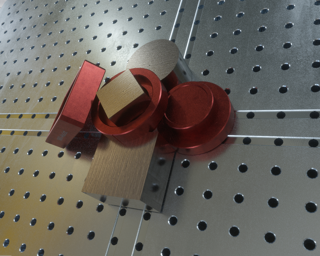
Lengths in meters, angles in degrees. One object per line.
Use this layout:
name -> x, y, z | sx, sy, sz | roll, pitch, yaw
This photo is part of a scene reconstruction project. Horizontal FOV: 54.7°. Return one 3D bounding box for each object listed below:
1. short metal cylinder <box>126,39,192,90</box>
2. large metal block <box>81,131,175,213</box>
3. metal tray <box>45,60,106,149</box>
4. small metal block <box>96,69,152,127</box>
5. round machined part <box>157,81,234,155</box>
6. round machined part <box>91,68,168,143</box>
short metal cylinder -> -0.001, -0.078, 0.440 | 0.080, 0.050, 0.080 | -13, 56, 21
large metal block -> -0.036, 0.051, 0.376 | 0.080, 0.050, 0.080 | 1, 62, 28
metal tray -> -0.123, -0.029, 0.441 | 0.129, 0.030, 0.090 | -31, 39, 58
small metal block -> -0.043, -0.036, 0.374 | 0.050, 0.025, 0.050 | -36, 51, 4
round machined part -> 0.039, -0.019, 0.387 | 0.098, 0.042, 0.098 | -13, 56, 21
round machined part -> -0.034, -0.025, 0.393 | 0.098, 0.042, 0.098 | -13, 56, 21
